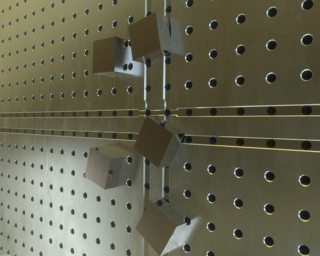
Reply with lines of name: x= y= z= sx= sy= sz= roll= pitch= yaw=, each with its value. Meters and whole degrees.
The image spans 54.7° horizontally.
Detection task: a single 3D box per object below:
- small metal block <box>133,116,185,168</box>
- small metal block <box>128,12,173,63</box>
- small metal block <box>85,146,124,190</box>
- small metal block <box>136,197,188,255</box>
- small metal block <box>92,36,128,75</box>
small metal block: x=-0.002 y=0.017 z=0.409 sx=0.050 sy=0.025 sz=0.050 roll=35 pitch=111 yaw=34
small metal block: x=-0.013 y=-0.120 z=0.419 sx=0.050 sy=0.025 sz=0.050 roll=-12 pitch=82 yaw=39
small metal block: x=-0.087 y=0.060 z=0.479 sx=0.050 sy=0.025 sz=0.050 roll=22 pitch=104 yaw=37
small metal block: x=0.002 y=0.128 z=0.406 sx=0.050 sy=0.025 sz=0.050 roll=38 pitch=113 yaw=33
small metal block: x=-0.076 y=-0.108 z=0.469 sx=0.050 sy=0.025 sz=0.050 roll=3 pitch=92 yaw=39
